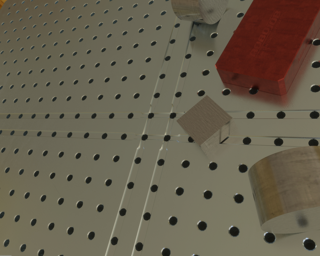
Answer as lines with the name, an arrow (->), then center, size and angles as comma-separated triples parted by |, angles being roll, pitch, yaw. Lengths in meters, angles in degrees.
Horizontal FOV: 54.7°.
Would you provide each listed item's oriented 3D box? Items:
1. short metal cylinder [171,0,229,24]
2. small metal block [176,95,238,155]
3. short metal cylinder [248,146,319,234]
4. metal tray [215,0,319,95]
short metal cylinder -> 0.061, -0.200, 0.464 | 0.050, 0.080, 0.080 | 24, 75, 36
small metal block -> 0.057, -0.004, 0.381 | 0.050, 0.025, 0.050 | -40, 51, 0
short metal cylinder -> 0.124, 0.057, 0.273 | 0.080, 0.080, 0.050 | -17, 55, 18
metal tray -> 0.141, -0.111, 0.399 | 0.090, 0.030, 0.130 | 21, 73, 35
